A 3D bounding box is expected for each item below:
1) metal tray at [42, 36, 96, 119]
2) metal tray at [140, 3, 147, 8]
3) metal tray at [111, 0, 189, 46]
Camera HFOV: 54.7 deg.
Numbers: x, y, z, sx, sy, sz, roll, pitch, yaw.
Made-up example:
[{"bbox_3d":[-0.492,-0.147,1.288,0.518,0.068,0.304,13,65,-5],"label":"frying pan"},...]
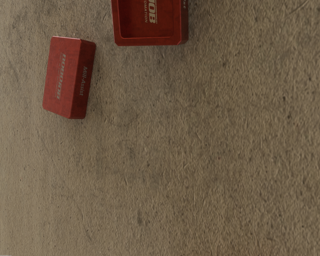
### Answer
[{"bbox_3d":[-0.158,-0.087,0.533,0.090,0.030,0.129,18,101,38],"label":"metal tray"},{"bbox_3d":[-0.003,-0.226,0.404,0.129,0.030,0.090,-50,61,28],"label":"metal tray"},{"bbox_3d":[-0.014,-0.167,0.374,0.090,0.030,0.129,5,109,22],"label":"metal tray"}]
